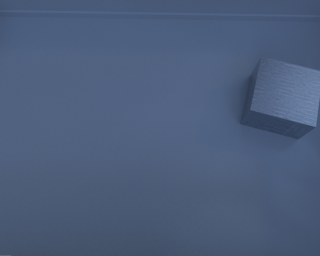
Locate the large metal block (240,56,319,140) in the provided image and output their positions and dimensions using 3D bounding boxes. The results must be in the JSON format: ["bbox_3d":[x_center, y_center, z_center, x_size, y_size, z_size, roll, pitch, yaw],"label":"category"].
[{"bbox_3d":[0.160,-0.039,0.413,0.080,0.050,0.080,15,71,5],"label":"large metal block"}]
